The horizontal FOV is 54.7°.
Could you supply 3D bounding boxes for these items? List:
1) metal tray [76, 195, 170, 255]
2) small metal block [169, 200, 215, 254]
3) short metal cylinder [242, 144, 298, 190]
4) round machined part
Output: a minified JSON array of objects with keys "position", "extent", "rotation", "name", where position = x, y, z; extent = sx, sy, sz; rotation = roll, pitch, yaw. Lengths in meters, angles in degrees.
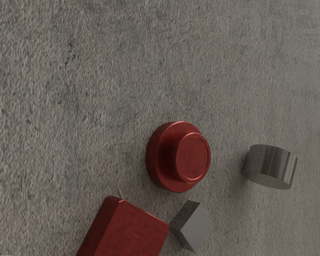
[{"position":[-0.051,0.157,0.361],"extent":[0.090,0.030,0.130],"rotation":[39,66,-33],"name":"metal tray"},{"position":[0.046,0.141,0.446],"extent":[0.050,0.025,0.050],"rotation":[-45,118,-31],"name":"small metal block"},{"position":[0.187,0.067,0.530],"extent":[0.080,0.080,0.050],"rotation":[34,69,-35],"name":"short metal cylinder"},{"position":[0.032,0.040,0.423],"extent":[0.099,0.042,0.097],"rotation":[0,90,-40],"name":"round machined part"}]
